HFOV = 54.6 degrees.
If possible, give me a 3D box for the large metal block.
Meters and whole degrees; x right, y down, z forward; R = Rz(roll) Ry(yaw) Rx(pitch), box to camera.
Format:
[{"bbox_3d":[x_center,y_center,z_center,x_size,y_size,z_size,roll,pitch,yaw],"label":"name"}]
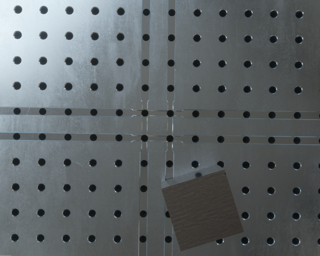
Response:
[{"bbox_3d":[0.052,0.100,0.401,0.080,0.050,0.080,-17,90,0],"label":"large metal block"}]
